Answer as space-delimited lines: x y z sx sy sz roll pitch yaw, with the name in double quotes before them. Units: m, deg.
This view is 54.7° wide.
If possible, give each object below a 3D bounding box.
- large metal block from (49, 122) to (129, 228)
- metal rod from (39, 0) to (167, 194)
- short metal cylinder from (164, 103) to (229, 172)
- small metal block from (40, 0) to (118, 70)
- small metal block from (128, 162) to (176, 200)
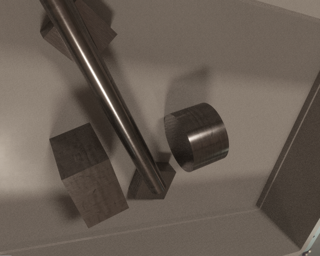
"large metal block" -0.083 0.053 0.362 0.050 0.080 0.080 -24 128 -14
"metal rod" -0.051 -0.026 0.333 0.025 0.025 0.299 -31 129 -9
"short metal cylinder" 0.046 0.012 0.408 0.050 0.080 0.079 -20 126 -17
"small metal block" -0.080 -0.094 0.307 0.050 0.025 0.050 -47 130 5
"small metal block" -0.011 0.076 0.452 0.050 0.025 0.050 8 114 -33
